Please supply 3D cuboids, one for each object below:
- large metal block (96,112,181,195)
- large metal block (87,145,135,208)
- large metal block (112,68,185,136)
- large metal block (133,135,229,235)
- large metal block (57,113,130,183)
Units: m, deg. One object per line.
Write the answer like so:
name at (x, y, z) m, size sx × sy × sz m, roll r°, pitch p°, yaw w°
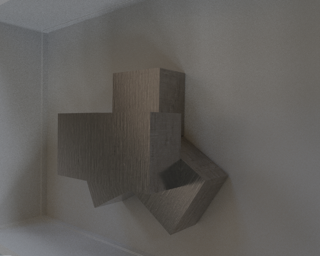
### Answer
large metal block at (-0.024, 0.023, 0.342) m, size 0.080 × 0.050 × 0.080 m, roll 1°, pitch 91°, yaw 40°
large metal block at (-0.061, 0.058, 0.439) m, size 0.080 × 0.050 × 0.080 m, roll -32°, pitch 70°, yaw 35°
large metal block at (-0.016, -0.031, 0.402) m, size 0.080 × 0.050 × 0.079 m, roll 2°, pitch 91°, yaw 40°
large metal block at (0.020, 0.064, 0.371) m, size 0.080 × 0.050 × 0.080 m, roll 42°, pitch 115°, yaw 32°
large metal block at (-0.085, 0.022, 0.394) m, size 0.080 × 0.050 × 0.080 m, roll 1°, pitch 91°, yaw 40°
